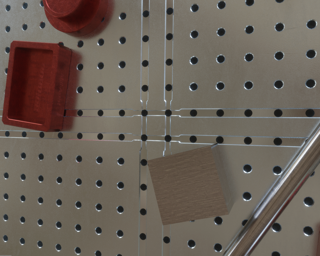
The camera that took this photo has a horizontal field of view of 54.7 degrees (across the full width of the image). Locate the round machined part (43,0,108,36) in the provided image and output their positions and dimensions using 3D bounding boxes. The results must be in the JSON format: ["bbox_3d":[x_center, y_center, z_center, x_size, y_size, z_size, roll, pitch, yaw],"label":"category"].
[{"bbox_3d":[-0.129,-0.187,0.447,0.098,0.042,0.097,0,90,19],"label":"round machined part"}]

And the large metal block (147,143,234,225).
[{"bbox_3d":[0.039,0.068,0.385,0.080,0.050,0.080,-16,85,19],"label":"large metal block"}]

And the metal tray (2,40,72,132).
[{"bbox_3d":[-0.189,-0.064,0.474,0.090,0.030,0.129,9,93,19],"label":"metal tray"}]

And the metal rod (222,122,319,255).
[{"bbox_3d":[0.165,0.041,0.354,0.025,0.025,0.299,35,101,16],"label":"metal rod"}]

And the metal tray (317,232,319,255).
[{"bbox_3d":[0.217,0.185,0.333,0.090,0.030,0.129,6,92,19],"label":"metal tray"}]
